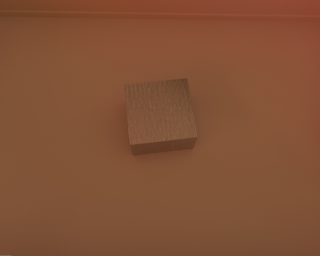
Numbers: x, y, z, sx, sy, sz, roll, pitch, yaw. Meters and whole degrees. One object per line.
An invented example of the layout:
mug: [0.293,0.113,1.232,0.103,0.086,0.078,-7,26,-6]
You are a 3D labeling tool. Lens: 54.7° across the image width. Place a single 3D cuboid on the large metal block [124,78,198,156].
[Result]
large metal block: [0.000,-0.013,0.401,0.081,0.050,0.080,-7,70,-3]
